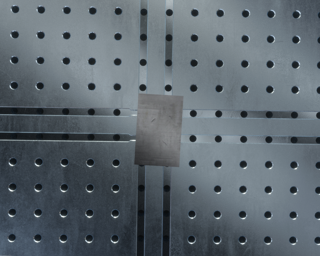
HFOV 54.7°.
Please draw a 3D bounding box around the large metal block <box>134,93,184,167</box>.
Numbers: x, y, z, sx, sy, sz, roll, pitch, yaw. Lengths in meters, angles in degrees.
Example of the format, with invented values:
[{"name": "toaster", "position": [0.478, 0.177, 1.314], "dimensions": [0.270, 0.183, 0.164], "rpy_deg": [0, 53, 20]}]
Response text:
[{"name": "large metal block", "position": [-0.001, 0.002, 0.385], "dimensions": [0.050, 0.080, 0.079], "rpy_deg": [3, 90, 0]}]
